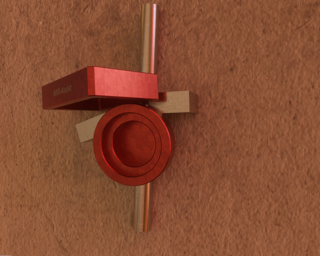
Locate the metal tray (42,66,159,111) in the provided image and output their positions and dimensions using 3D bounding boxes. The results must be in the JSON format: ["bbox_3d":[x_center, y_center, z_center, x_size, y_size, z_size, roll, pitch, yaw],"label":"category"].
[{"bbox_3d":[-0.076,-0.043,0.377,0.130,0.091,0.030,-5,87,49],"label":"metal tray"}]

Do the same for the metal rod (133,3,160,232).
[{"bbox_3d":[-0.018,-0.013,0.416,0.025,0.025,0.298,2,91,19],"label":"metal rod"}]

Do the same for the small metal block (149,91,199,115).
[{"bbox_3d":[0.019,-0.030,0.390,0.050,0.050,0.025,-2,90,19],"label":"small metal block"}]

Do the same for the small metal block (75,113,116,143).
[{"bbox_3d":[-0.077,-0.001,0.423,0.050,0.050,0.025,-20,84,18],"label":"small metal block"}]

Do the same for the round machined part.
[{"bbox_3d":[-0.028,0.018,0.381,0.098,0.042,0.097,1,94,17],"label":"round machined part"}]
